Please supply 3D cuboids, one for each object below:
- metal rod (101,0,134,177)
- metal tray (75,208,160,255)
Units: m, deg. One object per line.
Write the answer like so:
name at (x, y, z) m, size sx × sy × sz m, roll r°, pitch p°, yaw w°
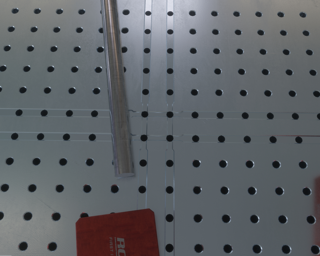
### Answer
metal rod at (-0.064, -0.080, 0.440) m, size 0.025 × 0.025 × 0.299 m, roll -7°, pitch 70°, yaw -3°
metal tray at (-0.044, 0.163, 0.349) m, size 0.091 × 0.030 × 0.130 m, roll -7°, pitch 70°, yaw -3°
